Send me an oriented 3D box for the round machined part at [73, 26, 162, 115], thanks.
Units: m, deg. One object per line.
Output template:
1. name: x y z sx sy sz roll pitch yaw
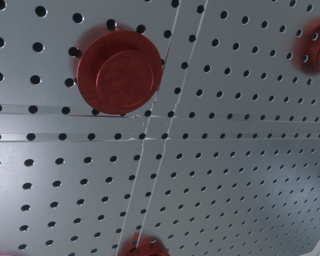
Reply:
1. round machined part: -0.042 -0.058 0.341 0.099 0.042 0.097 -14 124 -21

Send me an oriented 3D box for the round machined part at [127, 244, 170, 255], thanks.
1. round machined part: -0.022 0.255 0.545 0.099 0.042 0.097 -14 124 -21

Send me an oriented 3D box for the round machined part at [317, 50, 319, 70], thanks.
1. round machined part: 0.290 -0.113 0.487 0.099 0.042 0.097 -14 124 -21
